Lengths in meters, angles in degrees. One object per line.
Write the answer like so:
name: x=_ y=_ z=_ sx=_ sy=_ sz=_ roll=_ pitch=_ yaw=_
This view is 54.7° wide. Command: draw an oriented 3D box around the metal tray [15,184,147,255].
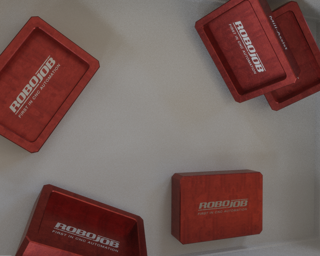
metal tray: x=-0.079 y=0.120 z=0.344 sx=0.131 sy=0.090 sz=0.030 roll=25 pitch=109 yaw=-18

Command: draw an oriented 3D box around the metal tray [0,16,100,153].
metal tray: x=-0.143 y=-0.048 z=0.354 sx=0.090 sy=0.030 sz=0.130 roll=36 pitch=78 yaw=-17

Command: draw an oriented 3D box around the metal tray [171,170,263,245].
metal tray: x=0.082 y=0.108 z=0.438 sx=0.131 sy=0.030 sz=0.089 roll=0 pitch=90 yaw=-20

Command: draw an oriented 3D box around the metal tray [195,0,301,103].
metal tray: x=0.117 y=-0.107 z=0.417 sx=0.130 sy=0.090 sz=0.030 roll=59 pitch=43 yaw=-11

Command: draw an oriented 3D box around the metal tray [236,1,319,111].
metal tray: x=0.176 y=-0.101 z=0.447 sx=0.090 sy=0.030 sz=0.130 roll=-28 pitch=102 yaw=18
